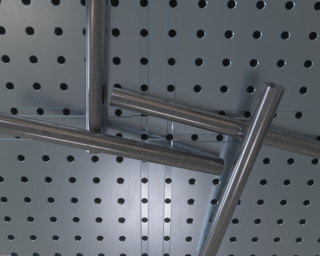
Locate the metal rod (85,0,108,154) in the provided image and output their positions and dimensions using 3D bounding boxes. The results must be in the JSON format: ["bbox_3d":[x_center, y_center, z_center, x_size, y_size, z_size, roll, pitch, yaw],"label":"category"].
[{"bbox_3d":[-0.077,-0.110,0.372,0.025,0.025,0.298,4,110,-2],"label":"metal rod"}]

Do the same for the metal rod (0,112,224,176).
[{"bbox_3d":[-0.059,0.023,0.397,0.302,0.025,0.025,13,110,-14],"label":"metal rod"}]

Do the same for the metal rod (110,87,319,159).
[{"bbox_3d":[0.084,-0.004,0.412,0.302,0.025,0.025,14,110,-6],"label":"metal rod"}]

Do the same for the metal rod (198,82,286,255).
[{"bbox_3d":[0.102,0.081,0.425,0.025,0.025,0.298,11,117,-4],"label":"metal rod"}]
